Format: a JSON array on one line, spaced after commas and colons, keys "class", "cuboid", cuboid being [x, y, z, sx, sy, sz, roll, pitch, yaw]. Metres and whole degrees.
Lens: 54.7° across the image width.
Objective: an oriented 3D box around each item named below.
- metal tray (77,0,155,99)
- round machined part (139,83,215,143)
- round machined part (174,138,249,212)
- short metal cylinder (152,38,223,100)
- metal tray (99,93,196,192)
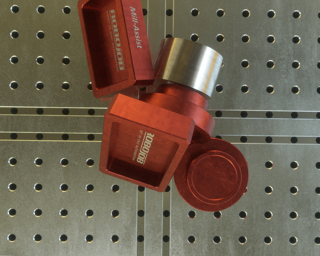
[{"class": "metal tray", "cuboid": [-0.057, -0.108, 0.381, 0.030, 0.090, 0.129, -10, 90, -43]}, {"class": "round machined part", "cuboid": [0.020, -0.020, 0.380, 0.098, 0.098, 0.042, 21, 74, -1]}, {"class": "round machined part", "cuboid": [0.068, 0.062, 0.406, 0.099, 0.042, 0.097, 0, 90, -1]}, {"class": "short metal cylinder", "cuboid": [0.032, -0.072, 0.386, 0.080, 0.080, 0.050, 18, 88, -1]}, {"class": "metal tray", "cuboid": [-0.021, 0.024, 0.365, 0.090, 0.129, 0.030, 19, 53, -1]}]
